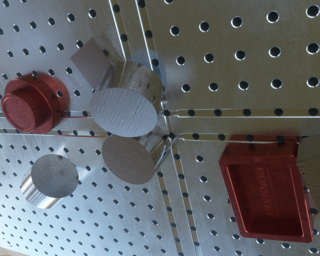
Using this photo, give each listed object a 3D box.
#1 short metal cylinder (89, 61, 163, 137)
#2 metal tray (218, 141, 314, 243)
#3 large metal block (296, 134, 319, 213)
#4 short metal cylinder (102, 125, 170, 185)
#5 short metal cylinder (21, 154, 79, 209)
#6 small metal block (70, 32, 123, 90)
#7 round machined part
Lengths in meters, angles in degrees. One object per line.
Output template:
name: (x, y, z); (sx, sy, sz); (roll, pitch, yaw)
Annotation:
short metal cylinder: (-0.039, -0.034, 0.378); (0.080, 0.050, 0.080); (6, 137, 6)
metal tray: (0.134, 0.082, 0.387); (0.090, 0.030, 0.129); (-6, 116, 31)
large metal block: (0.198, 0.046, 0.319); (0.080, 0.050, 0.080); (-20, 108, 35)
short metal cylinder: (-0.033, 0.032, 0.432); (0.080, 0.050, 0.079); (13, 124, 21)
short metal cylinder: (-0.188, 0.092, 0.532); (0.080, 0.080, 0.050); (46, 129, -4)
small metal block: (-0.079, -0.086, 0.400); (0.050, 0.025, 0.050); (-27, 104, 37)
round machined part: (-0.210, -0.031, 0.492); (0.098, 0.042, 0.097); (13, 124, 21)
